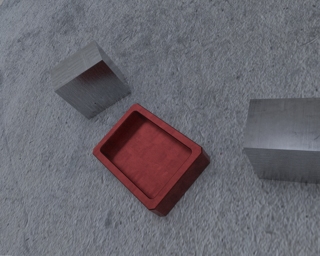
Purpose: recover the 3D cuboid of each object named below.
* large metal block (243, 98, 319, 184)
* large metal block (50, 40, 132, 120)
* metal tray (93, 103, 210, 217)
[{"bbox_3d":[0.130,0.014,0.292,0.080,0.080,0.050,1,63,29],"label":"large metal block"},{"bbox_3d":[-0.103,-0.070,0.465,0.080,0.080,0.050,-32,52,8],"label":"large metal block"},{"bbox_3d":[-0.015,0.034,0.387,0.090,0.030,0.130,-49,52,-7],"label":"metal tray"}]
